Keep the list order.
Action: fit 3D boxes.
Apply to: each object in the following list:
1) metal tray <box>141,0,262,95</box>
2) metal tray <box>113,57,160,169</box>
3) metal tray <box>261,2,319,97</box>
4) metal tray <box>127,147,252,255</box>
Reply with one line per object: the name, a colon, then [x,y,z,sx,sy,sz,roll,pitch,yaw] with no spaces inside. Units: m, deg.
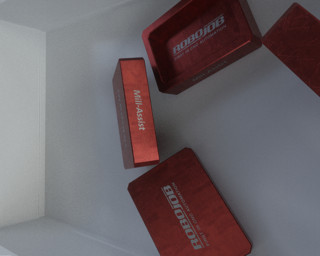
metal tray: [0.043,-0.106,0.366,0.130,0.030,0.090,-27,73,36]
metal tray: [-0.034,-0.014,0.399,0.090,0.030,0.129,147,115,-73]
metal tray: [0.137,-0.035,0.225,0.030,0.131,0.090,-50,61,28]
metal tray: [0.031,0.099,0.352,0.090,0.030,0.130,-33,67,6]
